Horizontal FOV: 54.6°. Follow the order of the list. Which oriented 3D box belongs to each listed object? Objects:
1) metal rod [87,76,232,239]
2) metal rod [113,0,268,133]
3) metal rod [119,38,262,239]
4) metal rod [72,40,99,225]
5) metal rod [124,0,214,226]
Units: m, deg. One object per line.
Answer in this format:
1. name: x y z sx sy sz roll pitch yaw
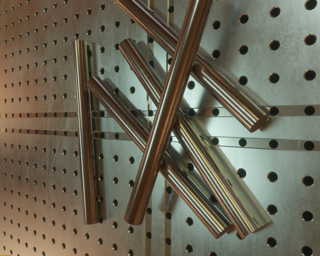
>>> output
1. metal rod: -0.017 0.022 0.424 0.300 0.025 0.025 47 118 30
2. metal rod: 0.018 -0.105 0.395 0.300 0.025 0.025 50 119 28
3. metal rod: 0.024 -0.005 0.390 0.025 0.025 0.299 -47 62 30
4. metal rod: -0.123 0.005 0.512 0.025 0.025 0.299 -8 85 40
5. metal rod: 0.008 -0.018 0.369 0.025 0.025 0.298 28 107 36
